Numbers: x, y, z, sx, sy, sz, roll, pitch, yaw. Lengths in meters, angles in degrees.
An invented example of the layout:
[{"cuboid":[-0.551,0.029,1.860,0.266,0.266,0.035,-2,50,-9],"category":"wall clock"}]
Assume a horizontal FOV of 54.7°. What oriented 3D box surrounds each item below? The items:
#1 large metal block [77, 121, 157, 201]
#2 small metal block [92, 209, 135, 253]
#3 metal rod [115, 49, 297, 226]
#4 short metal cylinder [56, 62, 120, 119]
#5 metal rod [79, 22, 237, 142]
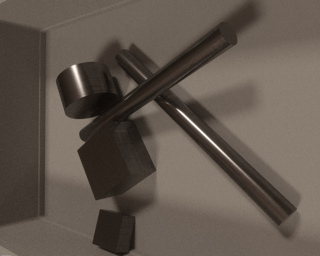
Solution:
[{"cuboid":[-0.063,0.046,0.441,0.080,0.050,0.080,-39,67,33],"category":"large metal block"},{"cuboid":[-0.068,0.149,0.452,0.050,0.025,0.050,1,74,39],"category":"small metal block"},{"cuboid":[0.035,-0.008,0.375,0.300,0.025,0.025,47,118,29],"category":"metal rod"},{"cuboid":[-0.105,-0.053,0.455,0.080,0.081,0.050,-33,70,35],"category":"short metal cylinder"},{"cuboid":[-0.028,-0.038,0.396,0.299,0.025,0.025,-29,72,46],"category":"metal rod"}]
